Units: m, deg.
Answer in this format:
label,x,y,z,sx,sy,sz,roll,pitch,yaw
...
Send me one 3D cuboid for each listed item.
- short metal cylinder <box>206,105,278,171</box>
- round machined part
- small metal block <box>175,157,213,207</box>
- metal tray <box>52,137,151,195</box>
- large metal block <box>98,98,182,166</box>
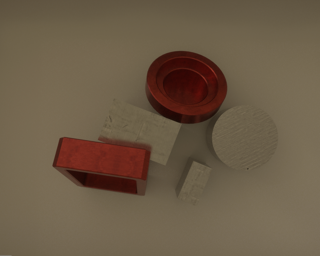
label,x,y,z,sx,sy,sz,roll,pitch,yaw
short metal cylinder,0.103,0.012,0.400,0.081,0.050,0.079,0,90,-1
round machined part,0.030,-0.046,0.389,0.099,0.042,0.098,4,59,-7
small metal block,0.042,0.067,0.400,0.025,0.050,0.050,23,90,0
metal tray,-0.059,0.049,0.357,0.091,0.130,0.030,9,71,-1
large metal block,-0.023,0.004,0.384,0.080,0.080,0.050,21,90,-1
